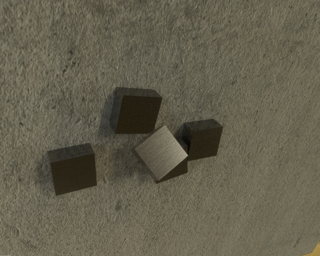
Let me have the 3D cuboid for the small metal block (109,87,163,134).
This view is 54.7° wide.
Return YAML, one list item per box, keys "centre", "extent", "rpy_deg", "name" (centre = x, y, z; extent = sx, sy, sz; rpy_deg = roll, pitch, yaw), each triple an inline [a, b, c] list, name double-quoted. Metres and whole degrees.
- centre: [-0.030, -0.021, 0.377]
  extent: [0.050, 0.025, 0.050]
  rpy_deg: [1, 118, -29]
  name: "small metal block"

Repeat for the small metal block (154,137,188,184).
- centre: [0.011, 0.046, 0.441]
  extent: [0.050, 0.025, 0.050]
  rpy_deg: [-17, 125, -19]
  name: "small metal block"

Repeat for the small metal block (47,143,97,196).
- centre: [-0.107, 0.050, 0.379]
  extent: [0.050, 0.025, 0.050]
  rpy_deg: [-11, 123, -23]
  name: "small metal block"

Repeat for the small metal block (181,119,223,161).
- centre: [0.059, 0.017, 0.450]
  extent: [0.050, 0.025, 0.050]
  rpy_deg: [-8, 122, -25]
  name: "small metal block"

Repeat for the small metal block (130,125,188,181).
- centre: [-0.001, 0.032, 0.399]
  extent: [0.050, 0.025, 0.050]
  rpy_deg: [-39, 96, -18]
  name: "small metal block"
